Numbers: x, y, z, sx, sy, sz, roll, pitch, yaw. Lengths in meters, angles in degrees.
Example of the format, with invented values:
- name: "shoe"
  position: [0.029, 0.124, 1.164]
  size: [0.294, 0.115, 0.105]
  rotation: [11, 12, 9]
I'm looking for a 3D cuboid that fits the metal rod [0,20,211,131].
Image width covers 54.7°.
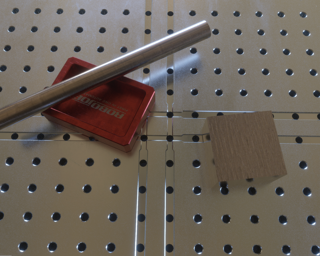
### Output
- name: "metal rod"
  position: [-0.070, -0.072, 0.405]
  size: [0.302, 0.025, 0.025]
  rotation: [-26, 72, -10]

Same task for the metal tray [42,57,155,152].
- name: "metal tray"
  position: [-0.082, -0.033, 0.420]
  size: [0.130, 0.030, 0.090]
  rotation: [22, 71, 7]

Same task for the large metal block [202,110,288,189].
- name: "large metal block"
  position: [0.101, 0.028, 0.389]
  size: [0.081, 0.050, 0.080]
  rotation: [-6, 70, -2]
